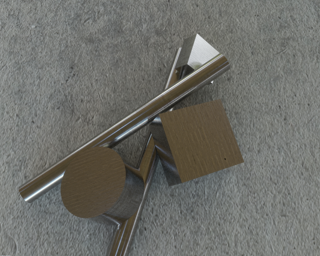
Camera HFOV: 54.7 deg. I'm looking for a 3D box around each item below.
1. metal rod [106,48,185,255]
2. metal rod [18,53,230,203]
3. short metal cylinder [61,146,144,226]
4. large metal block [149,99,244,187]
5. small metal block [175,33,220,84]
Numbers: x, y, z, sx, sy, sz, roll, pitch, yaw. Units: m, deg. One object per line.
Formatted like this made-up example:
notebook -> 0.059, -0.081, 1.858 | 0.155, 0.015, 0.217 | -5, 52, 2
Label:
metal rod -> -0.009, 0.026, 0.399 | 0.025, 0.025, 0.299 | 16, 71, 6
metal rod -> -0.040, -0.003, 0.391 | 0.301, 0.025, 0.025 | -34, 74, -5
short metal cylinder -> -0.065, 0.068, 0.357 | 0.080, 0.050, 0.080 | -9, 62, 18
large metal block -> 0.042, 0.018, 0.374 | 0.081, 0.050, 0.080 | -15, 80, -19
small metal block -> 0.053, -0.093, 0.430 | 0.050, 0.025, 0.050 | 30, 67, -32
